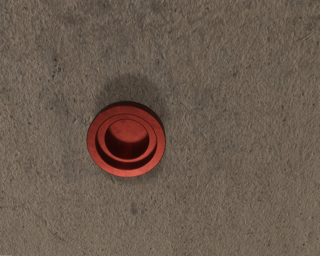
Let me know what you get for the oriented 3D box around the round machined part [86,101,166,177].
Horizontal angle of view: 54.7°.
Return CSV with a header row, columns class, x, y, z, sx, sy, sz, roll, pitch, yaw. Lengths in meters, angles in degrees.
class,x,y,z,sx,sy,sz,roll,pitch,yaw
round machined part,-0.042,0.011,0.404,0.099,0.042,0.097,0,110,-1
